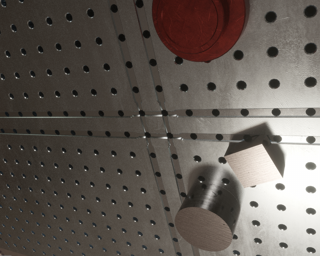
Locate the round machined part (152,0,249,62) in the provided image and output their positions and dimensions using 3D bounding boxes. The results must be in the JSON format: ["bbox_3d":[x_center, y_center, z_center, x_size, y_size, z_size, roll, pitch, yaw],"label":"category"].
[{"bbox_3d":[0.036,-0.113,0.311,0.098,0.042,0.097,13,124,20],"label":"round machined part"}]

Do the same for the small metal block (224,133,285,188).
[{"bbox_3d":[0.115,0.040,0.375,0.050,0.025,0.050,-25,105,36],"label":"small metal block"}]

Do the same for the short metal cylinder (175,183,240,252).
[{"bbox_3d":[0.067,0.125,0.436,0.080,0.050,0.079,13,124,20],"label":"short metal cylinder"}]
